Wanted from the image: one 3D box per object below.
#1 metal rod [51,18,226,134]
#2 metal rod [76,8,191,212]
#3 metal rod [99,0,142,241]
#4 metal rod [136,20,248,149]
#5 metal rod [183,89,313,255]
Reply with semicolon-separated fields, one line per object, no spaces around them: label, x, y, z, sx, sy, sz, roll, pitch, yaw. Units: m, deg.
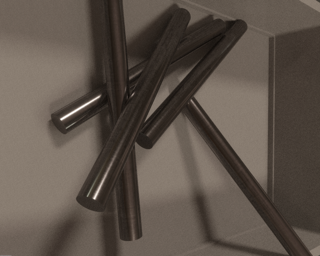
metal rod;-0.006;-0.082;0.403;0.302;0.025;0.025;-38;114;-34
metal rod;-0.012;-0.048;0.343;0.025;0.025;0.300;48;44;-30
metal rod;-0.044;-0.028;0.337;0.025;0.025;0.298;-7;94;-40
metal rod;0.059;-0.078;0.433;0.301;0.025;0.025;-50;120;-37
metal rod;0.115;0.069;0.426;0.025;0.025;0.299;-34;86;-35
